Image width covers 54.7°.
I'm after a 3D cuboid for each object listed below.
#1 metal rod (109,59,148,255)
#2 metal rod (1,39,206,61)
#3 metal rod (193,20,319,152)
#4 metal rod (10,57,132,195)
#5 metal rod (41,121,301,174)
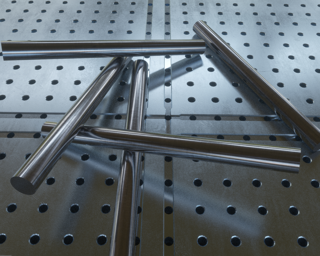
[{"bbox_3d":[-0.034,0.016,0.393,0.025,0.025,0.300,1,50,1],"label":"metal rod"},{"bbox_3d":[-0.066,-0.118,0.460,0.303,0.025,0.025,-8,49,-24],"label":"metal rod"},{"bbox_3d":[0.137,-0.082,0.477,0.025,0.025,0.300,-21,53,-17],"label":"metal rod"},{"bbox_3d":[-0.090,-0.037,0.400,0.025,0.025,0.301,11,39,9],"label":"metal rod"},{"bbox_3d":[-0.007,0.017,0.349,0.301,0.025,0.025,6,49,22],"label":"metal rod"}]
